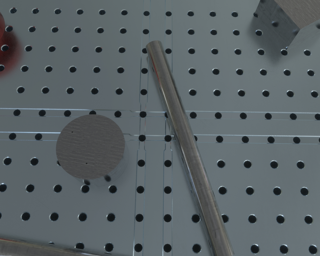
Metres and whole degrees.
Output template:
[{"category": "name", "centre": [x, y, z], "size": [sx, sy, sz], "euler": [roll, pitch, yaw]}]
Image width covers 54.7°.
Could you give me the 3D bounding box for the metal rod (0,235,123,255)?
[{"category": "metal rod", "centre": [-0.058, 0.157, 0.353], "size": [0.302, 0.025, 0.025], "euler": [8, 70, 2]}]

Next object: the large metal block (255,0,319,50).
[{"category": "large metal block", "centre": [0.206, -0.178, 0.466], "size": [0.080, 0.050, 0.080], "euler": [-29, 73, -11]}]

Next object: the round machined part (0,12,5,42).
[{"category": "round machined part", "centre": [-0.276, -0.143, 0.452], "size": [0.099, 0.042, 0.098], "euler": [0, 70, -1]}]

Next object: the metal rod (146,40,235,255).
[{"category": "metal rod", "centre": [0.033, 0.014, 0.406], "size": [0.025, 0.025, 0.299], "euler": [-15, 71, -6]}]

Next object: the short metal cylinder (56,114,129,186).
[{"category": "short metal cylinder", "centre": [-0.082, 0.029, 0.387], "size": [0.081, 0.050, 0.080], "euler": [0, 70, 0]}]
